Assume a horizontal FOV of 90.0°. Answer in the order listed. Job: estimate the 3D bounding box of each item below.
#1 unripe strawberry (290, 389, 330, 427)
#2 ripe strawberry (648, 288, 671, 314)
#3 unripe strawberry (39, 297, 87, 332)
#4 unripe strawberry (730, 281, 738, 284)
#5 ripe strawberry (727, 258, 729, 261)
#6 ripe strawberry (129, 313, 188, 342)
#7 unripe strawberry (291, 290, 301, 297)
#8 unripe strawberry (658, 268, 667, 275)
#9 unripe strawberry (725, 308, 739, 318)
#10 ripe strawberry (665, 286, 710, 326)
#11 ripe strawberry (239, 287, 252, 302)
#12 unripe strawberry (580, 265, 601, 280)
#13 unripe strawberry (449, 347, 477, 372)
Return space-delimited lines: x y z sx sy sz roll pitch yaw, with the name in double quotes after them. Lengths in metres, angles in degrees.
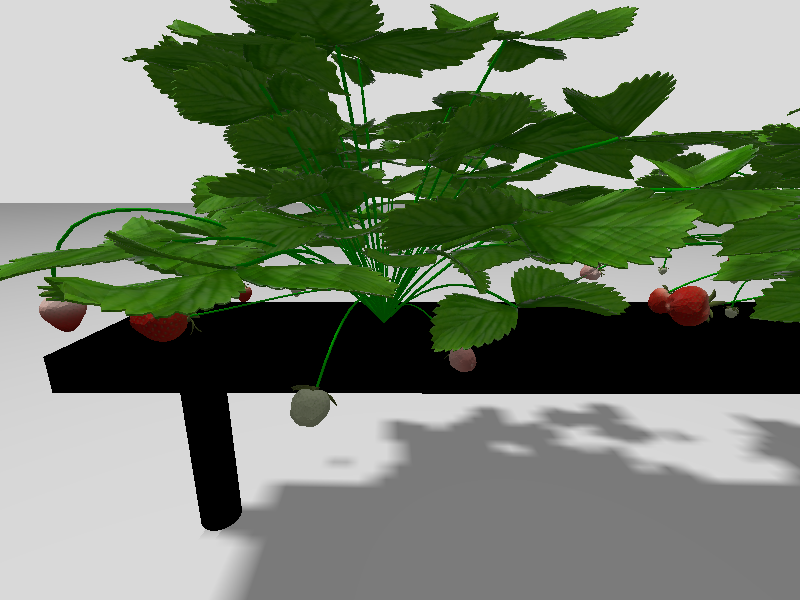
-0.046 0.056 0.205 0.021 0.019 0.019 3 43 10 "unripe strawberry"
0.255 0.002 0.391 0.024 0.023 0.022 37 17 -2 "ripe strawberry"
-0.275 0.011 0.329 0.030 0.031 0.029 -2 16 -8 "unripe strawberry"
0.406 -0.025 0.486 0.011 0.011 0.010 -4 16 -12 "unripe strawberry"
0.458 -0.046 0.541 0.032 0.036 0.035 2 15 7 "ripe strawberry"
-0.191 0.014 0.320 0.042 0.036 0.042 -4 16 -14 "ripe strawberry"
-0.117 -0.009 0.451 0.011 0.011 0.011 13 20 39 "unripe strawberry"
0.354 -0.039 0.540 0.011 0.010 0.010 -7 17 -23 "unripe strawberry"
0.292 0.011 0.353 0.010 0.010 0.009 -1 15 -5 "unripe strawberry"
0.254 0.005 0.356 0.034 0.035 0.031 -1 15 -2 "ripe strawberry"
-0.166 -0.006 0.426 0.016 0.016 0.018 6 17 21 "ripe strawberry"
0.252 -0.038 0.531 0.028 0.025 0.026 -16 1 -45 "unripe strawberry"
0.042 0.039 0.263 0.017 0.020 0.019 -8 23 -27 "unripe strawberry"
